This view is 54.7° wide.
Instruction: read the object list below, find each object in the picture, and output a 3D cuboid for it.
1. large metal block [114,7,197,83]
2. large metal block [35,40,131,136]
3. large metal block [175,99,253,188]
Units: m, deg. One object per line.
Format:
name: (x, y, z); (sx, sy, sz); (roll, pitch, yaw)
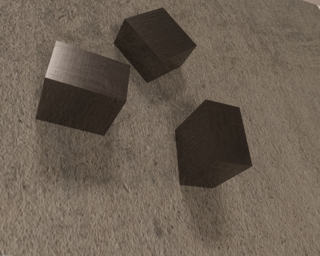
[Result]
large metal block: (-0.007, -0.125, 0.462); (0.081, 0.050, 0.080); (-34, 81, -38)
large metal block: (-0.087, -0.040, 0.347); (0.081, 0.080, 0.050); (15, 56, -20)
large metal block: (0.063, 0.023, 0.390); (0.050, 0.080, 0.080); (10, 57, -23)
